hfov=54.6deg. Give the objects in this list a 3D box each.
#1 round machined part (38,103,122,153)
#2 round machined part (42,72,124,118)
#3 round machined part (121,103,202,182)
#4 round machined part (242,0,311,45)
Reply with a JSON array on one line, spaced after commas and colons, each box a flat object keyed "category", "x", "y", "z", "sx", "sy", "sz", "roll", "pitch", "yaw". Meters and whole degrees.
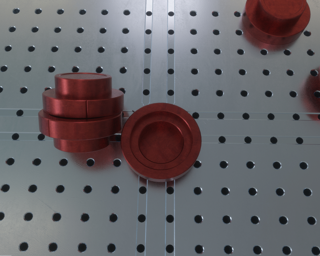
[{"category": "round machined part", "x": -0.097, "y": 0.000, "z": 0.383, "sx": 0.099, "sy": 0.098, "sz": 0.042, "roll": 3, "pitch": 107, "yaw": 1}, {"category": "round machined part", "x": -0.095, "y": -0.045, "z": 0.386, "sx": 0.099, "sy": 0.098, "sz": 0.042, "roll": 3, "pitch": 107, "yaw": 1}, {"category": "round machined part", "x": 0.001, "y": 0.020, "z": 0.395, "sx": 0.099, "sy": 0.042, "sz": 0.098, "roll": 0, "pitch": 70, "yaw": 0}, {"category": "round machined part", "x": 0.179, "y": -0.180, "z": 0.469, "sx": 0.099, "sy": 0.042, "sz": 0.098, "roll": 0, "pitch": 70, "yaw": 0}]
